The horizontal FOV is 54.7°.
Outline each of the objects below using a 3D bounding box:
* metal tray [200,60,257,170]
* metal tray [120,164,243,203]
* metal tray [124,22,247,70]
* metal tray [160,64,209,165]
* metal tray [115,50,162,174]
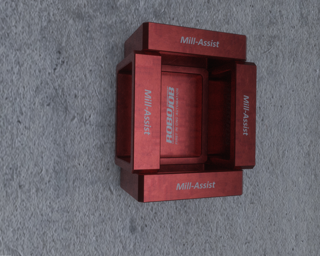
[{"bbox_3d":[0.086,-0.015,0.408,0.030,0.090,0.129,1,90,-20],"label":"metal tray"},{"bbox_3d":[0.024,0.064,0.385,0.131,0.090,0.030,1,90,-20],"label":"metal tray"},{"bbox_3d":[0.029,-0.096,0.387,0.131,0.090,0.030,1,90,-20],"label":"metal tray"},{"bbox_3d":[0.018,-0.017,0.415,0.091,0.030,0.129,1,90,-21],"label":"metal tray"},{"bbox_3d":[-0.028,-0.017,0.365,0.030,0.090,0.129,1,90,-20],"label":"metal tray"}]
